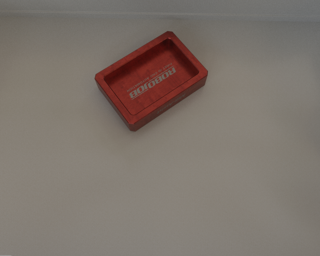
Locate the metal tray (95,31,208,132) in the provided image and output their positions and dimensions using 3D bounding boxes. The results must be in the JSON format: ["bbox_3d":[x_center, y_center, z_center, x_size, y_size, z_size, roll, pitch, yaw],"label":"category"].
[{"bbox_3d":[-0.011,-0.067,0.431,0.131,0.030,0.090,-34,74,-12],"label":"metal tray"}]
